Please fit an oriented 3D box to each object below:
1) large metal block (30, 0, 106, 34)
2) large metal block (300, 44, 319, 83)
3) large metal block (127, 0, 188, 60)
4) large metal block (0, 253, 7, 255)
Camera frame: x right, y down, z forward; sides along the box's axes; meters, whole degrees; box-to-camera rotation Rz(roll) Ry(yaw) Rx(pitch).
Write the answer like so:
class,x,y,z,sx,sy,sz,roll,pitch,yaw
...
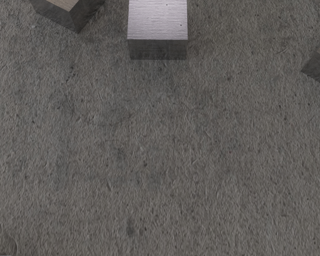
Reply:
class,x,y,z,sx,sy,sz,roll,pitch,yaw
large metal block,-0.139,-0.203,0.468,0.080,0.050,0.080,29,73,10
large metal block,0.262,-0.099,0.433,0.080,0.050,0.080,35,74,12
large metal block,-0.003,-0.147,0.448,0.080,0.050,0.080,0,70,0
large metal block,-0.183,0.192,0.323,0.080,0.050,0.080,42,75,13
